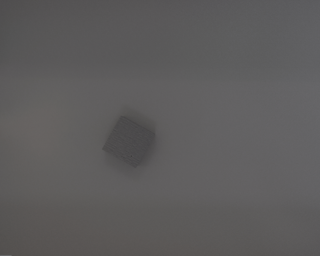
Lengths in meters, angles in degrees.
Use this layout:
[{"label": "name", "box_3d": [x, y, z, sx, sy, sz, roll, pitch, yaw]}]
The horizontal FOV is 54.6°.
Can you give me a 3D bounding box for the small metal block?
[{"label": "small metal block", "box_3d": [-0.041, 0.018, 0.411, 0.050, 0.025, 0.050, 29, 90, 0]}]
